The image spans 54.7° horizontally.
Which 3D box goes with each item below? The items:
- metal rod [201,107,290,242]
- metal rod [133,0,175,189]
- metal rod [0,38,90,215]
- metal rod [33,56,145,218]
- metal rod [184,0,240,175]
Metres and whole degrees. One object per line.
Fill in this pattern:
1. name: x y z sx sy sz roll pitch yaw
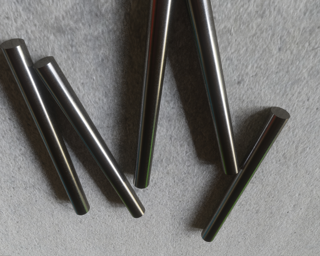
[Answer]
1. metal rod: 0.121 0.092 0.487 0.025 0.025 0.298 9 130 -8
2. metal rod: -0.012 -0.029 0.382 0.025 0.025 0.298 5 130 -5
3. metal rod: -0.144 0.023 0.424 0.025 0.025 0.298 -4 130 3
4. metal rod: -0.083 0.035 0.435 0.025 0.025 0.299 -14 129 11
5. metal rod: 0.065 -0.048 0.366 0.025 0.025 0.299 -13 129 10
